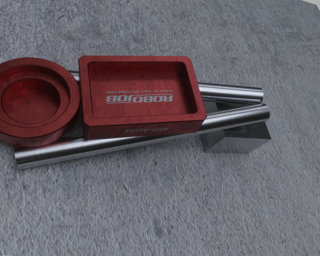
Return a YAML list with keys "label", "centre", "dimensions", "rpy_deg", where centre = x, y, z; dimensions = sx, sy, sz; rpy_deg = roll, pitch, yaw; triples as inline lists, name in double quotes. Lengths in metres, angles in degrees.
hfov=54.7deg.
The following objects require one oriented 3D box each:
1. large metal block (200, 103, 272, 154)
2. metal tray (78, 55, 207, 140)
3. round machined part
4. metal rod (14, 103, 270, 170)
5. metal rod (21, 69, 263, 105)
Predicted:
- label: "large metal block"
  centre: [0.103, -0.010, 0.451]
  dimensions: [0.081, 0.050, 0.080]
  rpy_deg: [4, 60, -27]
- label: "metal tray"
  centre: [-0.022, -0.037, 0.348]
  dimensions: [0.131, 0.030, 0.090]
  rpy_deg: [-3, 63, -16]
- label: "round machined part"
  centre: [-0.136, -0.024, 0.329]
  dimensions: [0.099, 0.042, 0.098]
  rpy_deg: [7, 60, -13]
- label: "metal rod"
  centre: [-0.003, 0.005, 0.361]
  dimensions: [0.303, 0.025, 0.025]
  rpy_deg: [-10, 67, -19]
- label: "metal rod"
  centre: [-0.013, -0.051, 0.389]
  dimensions: [0.302, 0.025, 0.025]
  rpy_deg: [3, 60, -12]
